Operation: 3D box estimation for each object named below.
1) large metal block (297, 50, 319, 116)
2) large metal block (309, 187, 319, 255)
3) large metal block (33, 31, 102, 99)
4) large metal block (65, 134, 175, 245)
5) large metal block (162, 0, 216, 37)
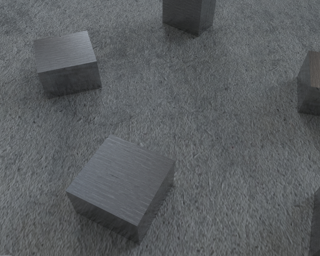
[{"bbox_3d":[0.245,-0.060,0.438,0.080,0.050,0.080,12,51,9],"label":"large metal block"},{"bbox_3d":[0.187,0.085,0.297,0.050,0.080,0.080,18,52,14],"label":"large metal block"},{"bbox_3d":[-0.139,-0.097,0.467,0.081,0.050,0.080,-14,52,-12],"label":"large metal block"},{"bbox_3d":[-0.038,0.064,0.333,0.080,0.050,0.080,21,53,17],"label":"large metal block"},{"bbox_3d":[0.052,-0.223,0.555,0.080,0.080,0.050,30,56,22],"label":"large metal block"}]
